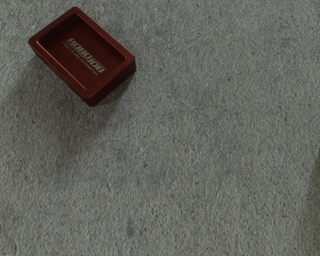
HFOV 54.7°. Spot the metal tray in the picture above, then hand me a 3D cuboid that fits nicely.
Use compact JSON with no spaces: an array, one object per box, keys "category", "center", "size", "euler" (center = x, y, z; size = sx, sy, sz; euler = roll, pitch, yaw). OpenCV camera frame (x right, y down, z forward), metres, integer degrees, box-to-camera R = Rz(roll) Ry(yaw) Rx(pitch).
[{"category":"metal tray","center":[-0.109,-0.104,0.442],"size":[0.130,0.030,0.090],"euler":[43,75,14]}]
